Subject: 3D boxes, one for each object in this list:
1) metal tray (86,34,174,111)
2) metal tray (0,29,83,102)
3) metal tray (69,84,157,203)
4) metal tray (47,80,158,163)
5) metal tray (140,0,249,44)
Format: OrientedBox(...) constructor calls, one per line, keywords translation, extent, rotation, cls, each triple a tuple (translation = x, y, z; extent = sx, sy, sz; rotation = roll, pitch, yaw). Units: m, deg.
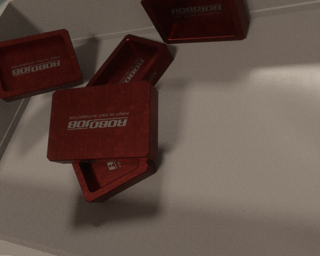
OrientedBox(translation=(-0.052, -0.079, 0.476), extent=(0.090, 0.030, 0.130), rotation=(27, 76, 36), cls="metal tray")
OrientedBox(translation=(-0.203, -0.103, 0.507), extent=(0.131, 0.030, 0.090), rotation=(-17, 87, -14), cls="metal tray")
OrientedBox(translation=(-0.073, 0.019, 0.402), extent=(0.090, 0.030, 0.130), rotation=(-30, 70, 8), cls="metal tray")
OrientedBox(translation=(-0.069, -0.005, 0.375), extent=(0.130, 0.030, 0.090), rotation=(-4, 76, 16), cls="metal tray")
OrientedBox(translation=(0.050, -0.163, 0.436), extent=(0.130, 0.090, 0.030), rotation=(6, 65, 30), cls="metal tray")
